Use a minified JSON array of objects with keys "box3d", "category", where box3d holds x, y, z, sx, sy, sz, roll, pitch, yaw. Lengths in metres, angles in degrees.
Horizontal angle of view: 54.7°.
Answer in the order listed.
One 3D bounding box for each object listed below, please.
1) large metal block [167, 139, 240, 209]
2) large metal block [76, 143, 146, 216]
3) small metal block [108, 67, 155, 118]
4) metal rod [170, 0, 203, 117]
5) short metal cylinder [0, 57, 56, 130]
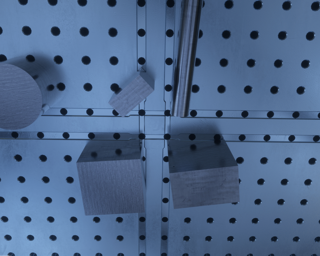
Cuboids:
[{"box3d":[0.054,0.058,0.406,0.080,0.080,0.050,-7,110,2],"category":"large metal block"},{"box3d":[-0.063,0.070,0.425,0.081,0.050,0.079,-3,110,0],"category":"large metal block"},{"box3d":[-0.034,-0.045,0.383,0.050,0.050,0.025,-40,106,13],"category":"small metal block"},{"box3d":[0.038,-0.158,0.355,0.025,0.025,0.298,5,110,-2],"category":"metal rod"},{"box3d":[-0.177,-0.044,0.382,0.081,0.050,0.079,0,110,-1],"category":"short metal cylinder"}]
